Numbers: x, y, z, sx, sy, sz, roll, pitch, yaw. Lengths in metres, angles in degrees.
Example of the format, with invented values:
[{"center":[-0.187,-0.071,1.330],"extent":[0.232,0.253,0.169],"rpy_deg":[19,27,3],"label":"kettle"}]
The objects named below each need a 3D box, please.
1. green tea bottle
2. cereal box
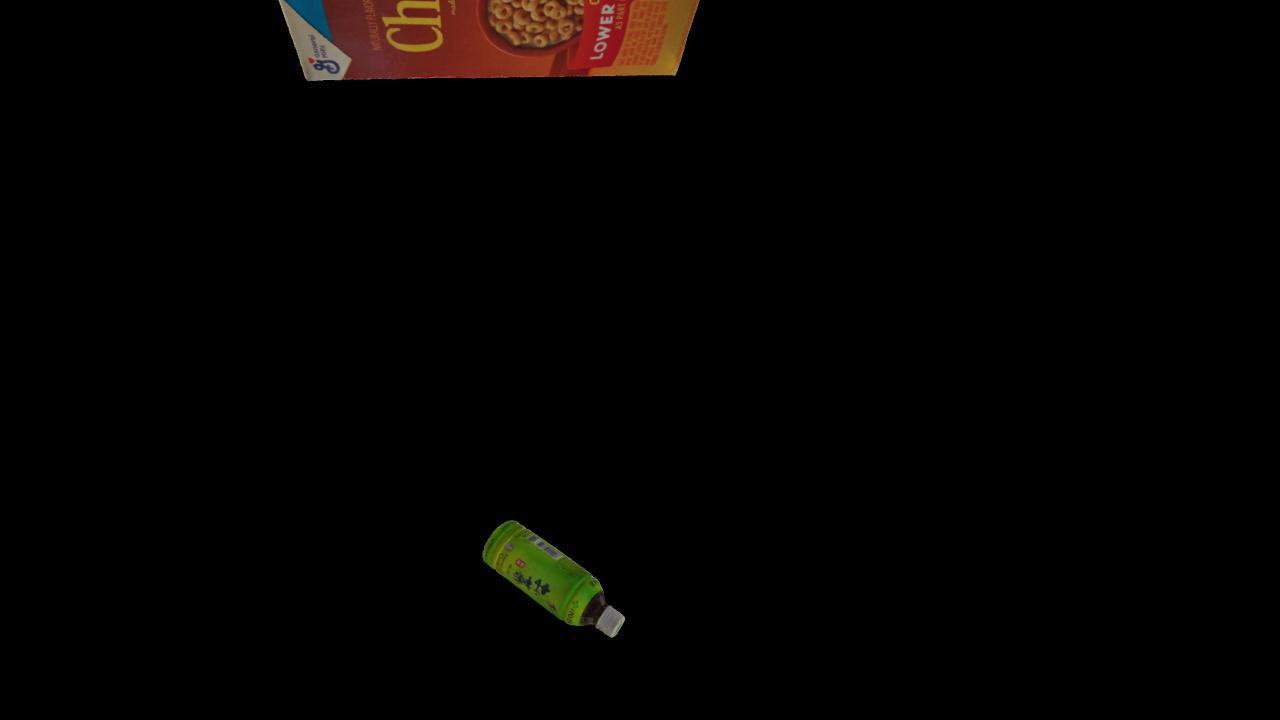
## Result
[{"center":[-0.113,0.296,0.825],"extent":[0.212,0.073,0.073],"rpy_deg":[25,11,24],"label":"green tea bottle"},{"center":[-0.097,-0.299,0.427],"extent":[0.306,0.081,0.203],"rpy_deg":[-10,-22,-18],"label":"cereal box"}]
